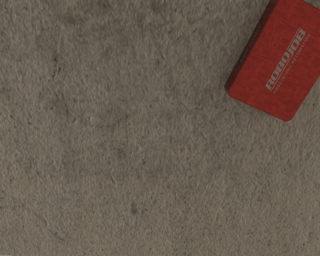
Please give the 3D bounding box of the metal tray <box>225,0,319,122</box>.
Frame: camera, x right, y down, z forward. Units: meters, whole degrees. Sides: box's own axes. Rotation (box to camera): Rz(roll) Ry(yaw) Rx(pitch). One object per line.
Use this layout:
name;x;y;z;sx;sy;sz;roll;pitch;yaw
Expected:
metal tray;0.150;-0.083;0.379;0.090;0.030;0.129;23;108;-9
